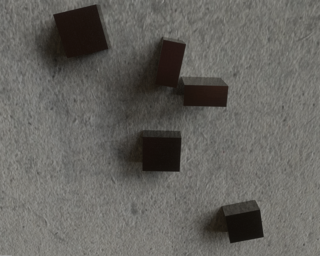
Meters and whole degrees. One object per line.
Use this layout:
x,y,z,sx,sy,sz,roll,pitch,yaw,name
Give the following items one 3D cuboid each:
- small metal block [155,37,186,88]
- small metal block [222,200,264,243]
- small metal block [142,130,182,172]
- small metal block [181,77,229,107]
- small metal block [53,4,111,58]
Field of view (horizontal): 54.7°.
0.011,-0.079,0.367,0.025,0.050,0.050,10,110,-4,small metal block
0.124,0.140,0.463,0.050,0.025,0.050,-12,110,4,small metal block
0.002,0.031,0.421,0.050,0.025,0.050,1,110,-1,small metal block
0.053,-0.046,0.380,0.050,0.050,0.025,1,110,-1,small metal block
-0.090,-0.114,0.366,0.050,0.025,0.050,-12,110,4,small metal block
